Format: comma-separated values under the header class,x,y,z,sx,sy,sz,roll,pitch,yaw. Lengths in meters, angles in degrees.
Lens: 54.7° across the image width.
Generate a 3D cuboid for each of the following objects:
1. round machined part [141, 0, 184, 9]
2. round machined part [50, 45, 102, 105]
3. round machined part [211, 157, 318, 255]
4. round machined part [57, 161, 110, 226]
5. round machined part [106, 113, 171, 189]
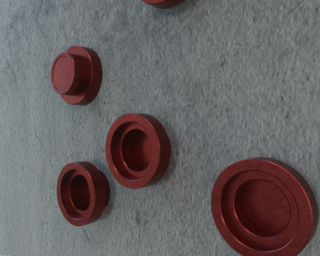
class,x,y,z,sx,sy,sz,roll,pitch,yaw
round machined part,0.014,-0.196,0.381,0.098,0.042,0.097,0,90,39
round machined part,-0.143,-0.087,0.509,0.098,0.042,0.097,0,90,39
round machined part,0.104,0.077,0.307,0.098,0.042,0.097,0,90,39
round machined part,-0.117,0.100,0.487,0.098,0.042,0.097,0,90,39
round machined part,-0.024,0.029,0.412,0.098,0.042,0.097,0,90,39
